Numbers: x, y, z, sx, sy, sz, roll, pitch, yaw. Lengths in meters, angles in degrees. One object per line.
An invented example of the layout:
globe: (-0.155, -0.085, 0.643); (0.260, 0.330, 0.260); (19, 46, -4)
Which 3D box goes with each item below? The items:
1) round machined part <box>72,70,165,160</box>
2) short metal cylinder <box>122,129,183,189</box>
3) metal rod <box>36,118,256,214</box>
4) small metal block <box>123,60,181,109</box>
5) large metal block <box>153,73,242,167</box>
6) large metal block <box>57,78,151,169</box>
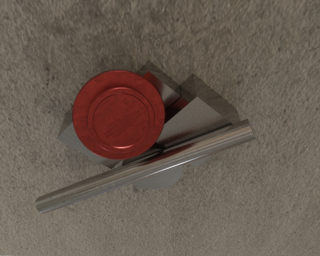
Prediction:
round machined part: (-0.042, -0.012, 0.329); (0.099, 0.042, 0.097); (-3, 105, -11)
short metal cylinder: (-0.010, 0.039, 0.425); (0.081, 0.050, 0.079); (0, 130, 0)
metal rod: (-0.031, 0.054, 0.389); (0.300, 0.025, 0.025); (-22, 127, 17)
small metal block: (-0.011, -0.044, 0.370); (0.050, 0.025, 0.050); (35, 122, -27)
large metal block: (0.043, -0.007, 0.387); (0.080, 0.050, 0.080); (34, 122, -26)
large metal block: (-0.066, -0.005, 0.385); (0.080, 0.050, 0.080); (35, 122, -26)
